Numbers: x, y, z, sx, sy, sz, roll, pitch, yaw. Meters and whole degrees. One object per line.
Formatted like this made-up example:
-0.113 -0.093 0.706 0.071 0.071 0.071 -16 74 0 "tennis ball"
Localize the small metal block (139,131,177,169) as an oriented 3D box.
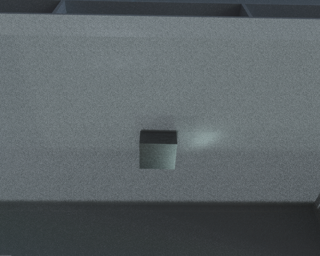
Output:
-0.003 0.032 0.436 0.050 0.025 0.050 1 130 -2 "small metal block"
